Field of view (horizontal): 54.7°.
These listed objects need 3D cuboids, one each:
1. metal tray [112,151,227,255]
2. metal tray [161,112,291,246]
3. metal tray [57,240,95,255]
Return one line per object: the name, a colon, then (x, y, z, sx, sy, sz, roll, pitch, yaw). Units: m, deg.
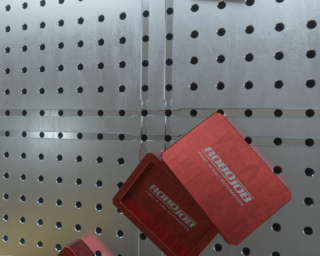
metal tray: (0.013, 0.104, 0.404, 0.130, 0.030, 0.090, 40, 102, 15)
metal tray: (0.075, 0.057, 0.366, 0.090, 0.030, 0.130, -37, 77, -8)
metal tray: (-0.109, 0.241, 0.446, 0.130, 0.030, 0.090, 43, 103, 14)
